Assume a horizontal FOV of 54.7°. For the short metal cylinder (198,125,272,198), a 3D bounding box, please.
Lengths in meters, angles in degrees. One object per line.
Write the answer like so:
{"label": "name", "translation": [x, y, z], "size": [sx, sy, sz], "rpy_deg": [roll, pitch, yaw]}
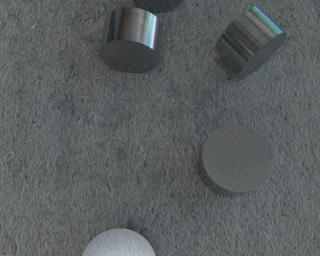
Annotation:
{"label": "short metal cylinder", "translation": [0.089, 0.042, 0.380], "size": [0.081, 0.050, 0.080], "rpy_deg": [0, 70, 0]}

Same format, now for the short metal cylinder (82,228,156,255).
{"label": "short metal cylinder", "translation": [-0.043, 0.152, 0.339], "size": [0.081, 0.050, 0.080], "rpy_deg": [0, 70, 0]}

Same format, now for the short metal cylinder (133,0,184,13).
{"label": "short metal cylinder", "translation": [-0.004, -0.218, 0.458], "size": [0.081, 0.080, 0.050], "rpy_deg": [-6, 70, -2]}

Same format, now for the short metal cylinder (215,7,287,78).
{"label": "short metal cylinder", "translation": [0.123, -0.115, 0.422], "size": [0.080, 0.080, 0.050], "rpy_deg": [-36, 74, -12]}

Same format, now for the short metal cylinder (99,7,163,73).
{"label": "short metal cylinder", "translation": [-0.038, -0.116, 0.421], "size": [0.080, 0.080, 0.050], "rpy_deg": [5, 70, 2]}
